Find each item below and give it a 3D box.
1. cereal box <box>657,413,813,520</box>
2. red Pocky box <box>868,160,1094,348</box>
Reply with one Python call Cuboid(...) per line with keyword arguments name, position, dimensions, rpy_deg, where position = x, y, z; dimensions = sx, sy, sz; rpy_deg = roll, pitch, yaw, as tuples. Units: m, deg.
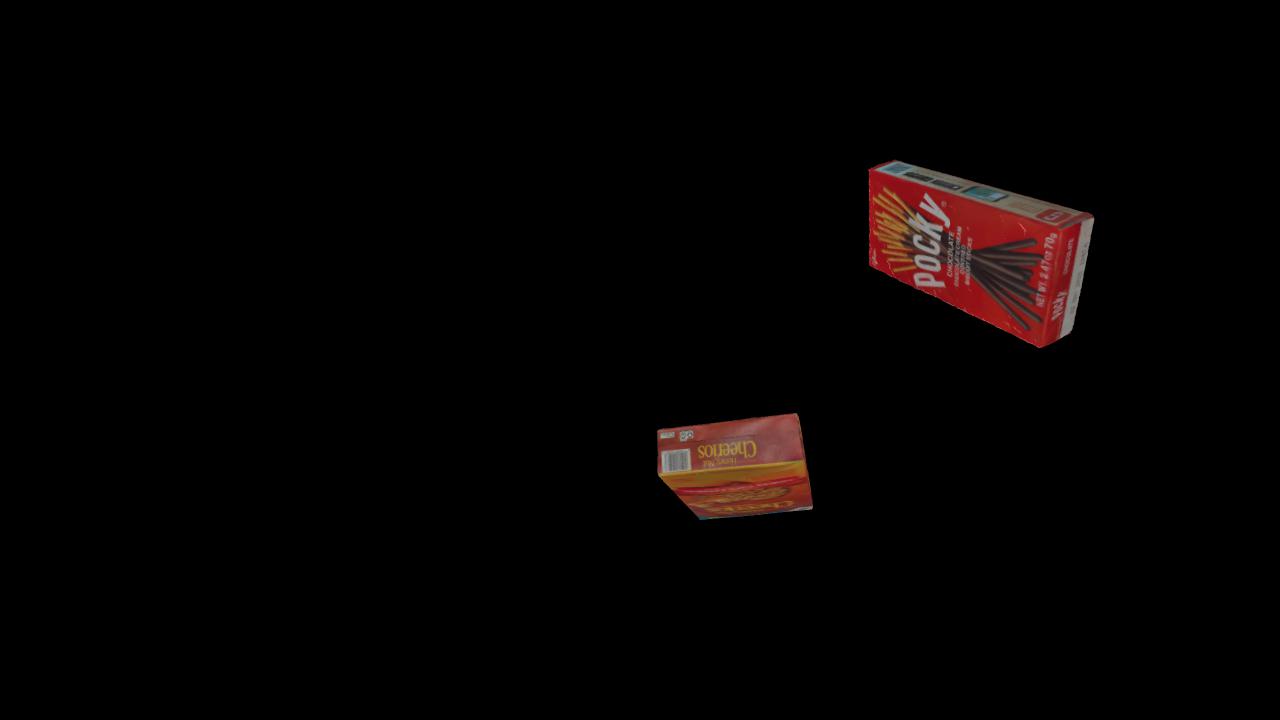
Cuboid(name="cereal box", position=(0.160, 0.179, 0.965), dimensions=(0.203, 0.081, 0.306), rpy_deg=(-8, -28, 13))
Cuboid(name="red Pocky box", position=(0.214, -0.076, 0.411), dimensions=(0.028, 0.083, 0.155), rpy_deg=(-25, 35, -11))
